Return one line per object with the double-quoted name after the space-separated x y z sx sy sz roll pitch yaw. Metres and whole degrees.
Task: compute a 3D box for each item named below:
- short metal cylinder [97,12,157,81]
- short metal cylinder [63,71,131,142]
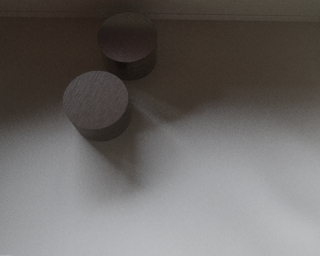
-0.044 -0.114 0.438 0.081 0.050 0.080 0 70 0 "short metal cylinder"
-0.080 -0.027 0.405 0.081 0.050 0.080 0 70 0 "short metal cylinder"
